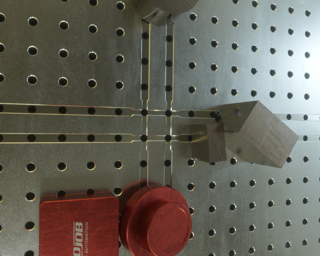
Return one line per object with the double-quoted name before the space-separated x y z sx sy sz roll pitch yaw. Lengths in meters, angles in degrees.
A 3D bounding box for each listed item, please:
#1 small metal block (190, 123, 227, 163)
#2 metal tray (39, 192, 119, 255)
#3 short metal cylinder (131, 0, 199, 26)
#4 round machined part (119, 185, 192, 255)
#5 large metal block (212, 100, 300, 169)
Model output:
"small metal block" 0.065 0.019 0.423 0.025 0.050 0.050 -5 92 -20
"metal tray" -0.097 0.147 0.374 0.091 0.030 0.129 0 90 -20
"short metal cylinder" 0.007 -0.180 0.401 0.081 0.050 0.080 0 90 -20
"round machined part" 0.001 0.123 0.391 0.099 0.042 0.097 -1 92 -36
"large metal block" 0.126 0.009 0.430 0.080 0.080 0.050 37 78 -16
